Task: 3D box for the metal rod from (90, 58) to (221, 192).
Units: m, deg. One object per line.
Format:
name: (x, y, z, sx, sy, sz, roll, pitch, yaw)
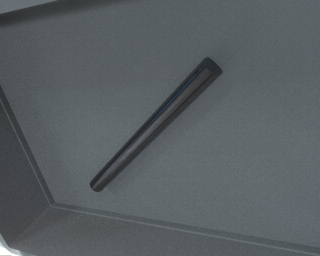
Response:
metal rod: (-0.025, 0.015, 0.431, 0.025, 0.025, 0.299, 43, 129, -2)
